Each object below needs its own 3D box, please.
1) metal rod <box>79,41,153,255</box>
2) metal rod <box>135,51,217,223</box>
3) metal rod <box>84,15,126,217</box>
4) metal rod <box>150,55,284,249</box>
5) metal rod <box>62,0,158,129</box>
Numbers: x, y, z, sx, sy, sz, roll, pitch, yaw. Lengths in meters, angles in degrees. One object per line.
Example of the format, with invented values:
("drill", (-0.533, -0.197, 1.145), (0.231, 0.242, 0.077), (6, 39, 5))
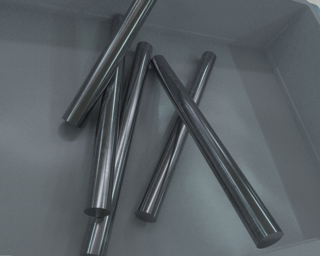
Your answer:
("metal rod", (-0.044, 0.001, 0.381), (0.025, 0.025, 0.300), (21, 54, -16))
("metal rod", (0.034, -0.011, 0.430), (0.025, 0.025, 0.301), (31, 52, -8))
("metal rod", (-0.060, -0.041, 0.382), (0.025, 0.025, 0.300), (15, 51, -20))
("metal rod", (0.044, -0.003, 0.361), (0.025, 0.025, 0.300), (3, 38, -27))
("metal rod", (-0.031, -0.135, 0.380), (0.025, 0.025, 0.299), (30, 81, -9))
